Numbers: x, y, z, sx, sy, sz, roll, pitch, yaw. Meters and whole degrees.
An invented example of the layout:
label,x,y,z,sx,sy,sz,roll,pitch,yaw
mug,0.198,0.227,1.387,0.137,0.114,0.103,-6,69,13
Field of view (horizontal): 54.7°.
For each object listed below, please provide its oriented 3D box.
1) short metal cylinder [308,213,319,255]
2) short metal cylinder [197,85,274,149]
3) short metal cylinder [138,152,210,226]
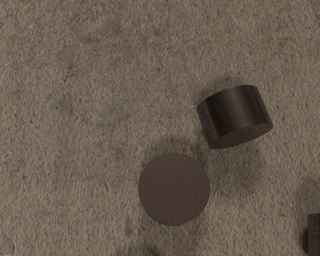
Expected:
label,x,y,z,sx,sy,sz,roll,pitch,yaw
short metal cylinder,0.205,0.125,0.336,0.080,0.080,0.050,8,70,2
short metal cylinder,0.092,-0.011,0.384,0.081,0.080,0.050,-14,71,-5
short metal cylinder,0.016,0.074,0.368,0.081,0.050,0.080,0,70,0
